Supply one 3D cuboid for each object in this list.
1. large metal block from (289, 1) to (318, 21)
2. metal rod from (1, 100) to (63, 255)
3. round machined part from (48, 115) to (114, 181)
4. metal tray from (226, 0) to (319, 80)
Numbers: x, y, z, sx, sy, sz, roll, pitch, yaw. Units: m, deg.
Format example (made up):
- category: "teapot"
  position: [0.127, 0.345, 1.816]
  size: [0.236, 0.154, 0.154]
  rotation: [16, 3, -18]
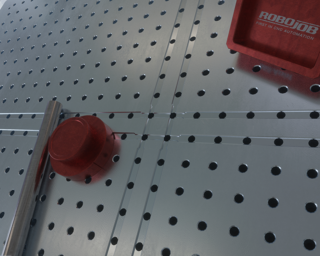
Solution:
- category: "large metal block"
  position: [0.203, -0.181, 0.397]
  size: [0.080, 0.050, 0.080]
  rotation: [-16, 55, 19]
- category: "metal rod"
  position: [-0.189, 0.090, 0.452]
  size: [0.025, 0.025, 0.299]
  rotation: [-9, 57, 23]
- category: "round machined part"
  position: [-0.120, 0.023, 0.446]
  size: [0.098, 0.042, 0.098]
  rotation: [-13, 56, 21]
- category: "metal tray"
  position: [0.147, -0.122, 0.366]
  size: [0.030, 0.089, 0.130]
  rotation: [-17, 38, -39]
